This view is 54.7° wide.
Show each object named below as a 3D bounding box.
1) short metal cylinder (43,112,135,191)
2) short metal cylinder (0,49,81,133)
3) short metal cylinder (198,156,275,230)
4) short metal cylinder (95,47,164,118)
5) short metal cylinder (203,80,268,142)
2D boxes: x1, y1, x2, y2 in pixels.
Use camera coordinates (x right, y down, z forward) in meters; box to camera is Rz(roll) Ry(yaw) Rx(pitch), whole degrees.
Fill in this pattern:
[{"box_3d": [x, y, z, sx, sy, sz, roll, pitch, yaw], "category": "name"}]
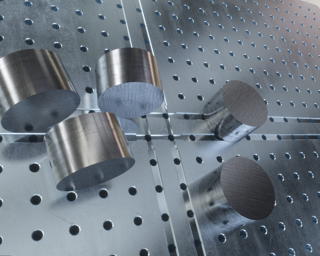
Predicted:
[{"box_3d": [-0.072, 0.026, 0.318, 0.081, 0.080, 0.050, -10, 67, -33], "category": "short metal cylinder"}, {"box_3d": [-0.132, -0.037, 0.324, 0.081, 0.080, 0.050, -18, 72, -35], "category": "short metal cylinder"}, {"box_3d": [0.097, 0.083, 0.393, 0.081, 0.050, 0.080, 14, 56, -21], "category": "short metal cylinder"}, {"box_3d": [-0.038, -0.054, 0.385, 0.081, 0.080, 0.050, 4, 60, -26], "category": "short metal cylinder"}, {"box_3d": [0.114, -0.025, 0.468, 0.081, 0.050, 0.080, 14, 56, -21], "category": "short metal cylinder"}]
